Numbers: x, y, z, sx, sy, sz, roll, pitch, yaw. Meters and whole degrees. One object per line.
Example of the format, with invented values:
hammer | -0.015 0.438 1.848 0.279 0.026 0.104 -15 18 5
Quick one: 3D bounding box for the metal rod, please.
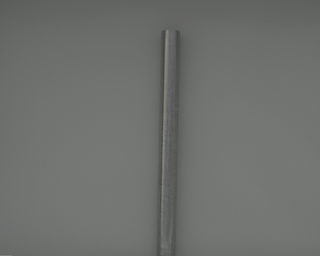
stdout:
metal rod | 0.011 0.022 0.411 0.025 0.025 0.298 1 90 -1
